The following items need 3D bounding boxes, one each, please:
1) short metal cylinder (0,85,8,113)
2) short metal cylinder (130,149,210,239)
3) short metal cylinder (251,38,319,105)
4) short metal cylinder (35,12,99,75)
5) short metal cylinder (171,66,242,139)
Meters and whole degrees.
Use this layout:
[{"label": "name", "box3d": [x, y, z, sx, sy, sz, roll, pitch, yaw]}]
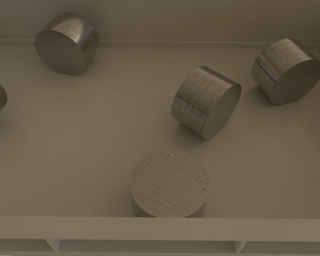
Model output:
[{"label": "short metal cylinder", "box3d": [-0.243, -0.033, 0.387, 0.080, 0.050, 0.080, 35, 24, -18]}, {"label": "short metal cylinder", "box3d": [0.010, 0.070, 0.331, 0.081, 0.050, 0.080, 0, 50, 0]}, {"label": "short metal cylinder", "box3d": [0.178, -0.078, 0.438, 0.081, 0.080, 0.050, -15, 52, -12]}, {"label": "short metal cylinder", "box3d": [-0.141, -0.128, 0.475, 0.080, 0.080, 0.050, 12, 51, 9]}, {"label": "short metal cylinder", "box3d": [0.060, -0.032, 0.397, 0.050, 0.080, 0.080, 35, 58, 25]}]
